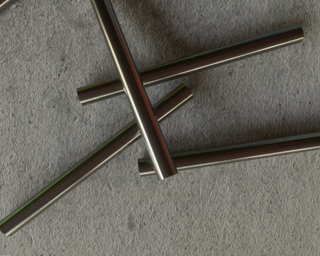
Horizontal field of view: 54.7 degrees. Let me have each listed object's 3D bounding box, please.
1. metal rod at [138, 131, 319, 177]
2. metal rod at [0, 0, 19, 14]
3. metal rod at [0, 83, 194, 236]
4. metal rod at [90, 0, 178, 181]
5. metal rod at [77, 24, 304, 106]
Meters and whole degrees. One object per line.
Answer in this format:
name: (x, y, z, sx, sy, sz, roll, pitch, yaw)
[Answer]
metal rod: (0.122, 0.030, 0.411, 0.302, 0.025, 0.025, -9, 90, -1)
metal rod: (-0.173, -0.196, 0.407, 0.300, 0.025, 0.025, -38, 90, -1)
metal rod: (-0.083, 0.041, 0.408, 0.301, 0.025, 0.025, -37, 90, -1)
metal rod: (-0.044, -0.080, 0.386, 0.025, 0.025, 0.299, -21, 81, 0)
metal rod: (0.040, -0.083, 0.410, 0.302, 0.025, 0.025, -16, 90, -1)
